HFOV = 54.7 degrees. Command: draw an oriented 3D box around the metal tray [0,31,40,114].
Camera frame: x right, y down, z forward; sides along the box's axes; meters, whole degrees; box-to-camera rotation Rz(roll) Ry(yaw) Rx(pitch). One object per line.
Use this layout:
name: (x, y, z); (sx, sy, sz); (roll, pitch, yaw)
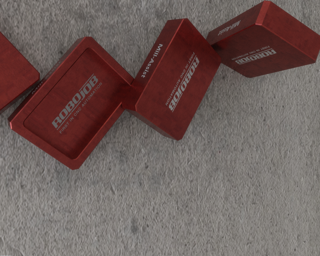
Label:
metal tray: (-0.207, -0.074, 0.330); (0.090, 0.030, 0.130); (-45, 104, -15)

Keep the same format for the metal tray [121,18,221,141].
metal tray: (0.019, -0.060, 0.396); (0.090, 0.030, 0.130); (36, 78, -40)

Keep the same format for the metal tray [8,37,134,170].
metal tray: (-0.095, -0.029, 0.360); (0.090, 0.030, 0.130); (43, 76, -29)

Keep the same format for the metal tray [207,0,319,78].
metal tray: (0.124, -0.106, 0.399); (0.090, 0.130, 0.030); (25, 82, -19)
